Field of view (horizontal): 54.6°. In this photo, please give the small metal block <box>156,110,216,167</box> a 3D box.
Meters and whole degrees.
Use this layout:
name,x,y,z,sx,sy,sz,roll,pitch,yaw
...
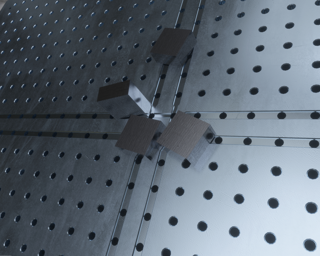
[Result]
name,x,y,z,sx,sy,sz,roll,pitch,yaw
small metal block,0.032,0.012,0.385,0.050,0.025,0.050,27,76,37

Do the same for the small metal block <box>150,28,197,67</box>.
name,x,y,z,sx,sy,sz,roll,pitch,yaw
small metal block,0.021,-0.124,0.475,0.050,0.025,0.050,18,71,35

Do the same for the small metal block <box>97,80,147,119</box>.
name,x,y,z,sx,sy,sz,roll,pitch,yaw
small metal block,-0.054,-0.040,0.446,0.050,0.050,0.025,-10,57,23

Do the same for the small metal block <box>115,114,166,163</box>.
name,x,y,z,sx,sy,sz,roll,pitch,yaw
small metal block,-0.024,0.013,0.414,0.050,0.025,0.050,13,68,33
